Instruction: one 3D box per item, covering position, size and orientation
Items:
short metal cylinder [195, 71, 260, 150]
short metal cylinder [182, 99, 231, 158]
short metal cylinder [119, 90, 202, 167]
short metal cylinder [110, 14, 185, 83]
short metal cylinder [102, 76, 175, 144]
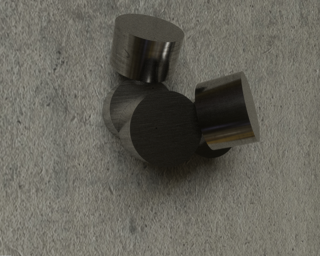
[{"bbox_3d":[0.078,-0.019,0.350,0.050,0.080,0.080,-13,97,23],"label":"short metal cylinder"},{"bbox_3d":[0.057,-0.001,0.419,0.081,0.050,0.079,0,90,-21],"label":"short metal cylinder"},{"bbox_3d":[-0.001,0.001,0.344,0.081,0.050,0.079,0,90,-21],"label":"short metal cylinder"},{"bbox_3d":[-0.016,-0.096,0.369,0.081,0.080,0.050,0,129,-20],"label":"short metal cylinder"},{"bbox_3d":[-0.028,-0.021,0.387,0.081,0.050,0.079,0,90,-21],"label":"short metal cylinder"}]
